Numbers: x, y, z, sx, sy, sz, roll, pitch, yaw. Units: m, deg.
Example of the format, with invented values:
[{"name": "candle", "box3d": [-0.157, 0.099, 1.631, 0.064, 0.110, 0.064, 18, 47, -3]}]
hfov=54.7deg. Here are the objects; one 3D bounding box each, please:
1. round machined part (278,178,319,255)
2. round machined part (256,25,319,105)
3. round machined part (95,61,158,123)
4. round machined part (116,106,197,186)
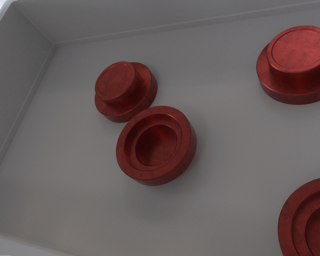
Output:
[{"name": "round machined part", "box3d": [0.153, 0.093, 0.257, 0.098, 0.042, 0.098, -13, 56, 21]}, {"name": "round machined part", "box3d": [0.162, -0.079, 0.358, 0.098, 0.042, 0.098, -13, 56, 21]}, {"name": "round machined part", "box3d": [-0.057, -0.060, 0.462, 0.098, 0.042, 0.098, -13, 56, 21]}, {"name": "round machined part", "box3d": [-0.001, 0.025, 0.380, 0.098, 0.042, 0.098, -13, 56, 21]}]
